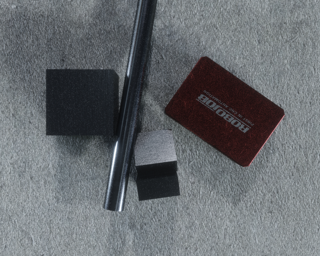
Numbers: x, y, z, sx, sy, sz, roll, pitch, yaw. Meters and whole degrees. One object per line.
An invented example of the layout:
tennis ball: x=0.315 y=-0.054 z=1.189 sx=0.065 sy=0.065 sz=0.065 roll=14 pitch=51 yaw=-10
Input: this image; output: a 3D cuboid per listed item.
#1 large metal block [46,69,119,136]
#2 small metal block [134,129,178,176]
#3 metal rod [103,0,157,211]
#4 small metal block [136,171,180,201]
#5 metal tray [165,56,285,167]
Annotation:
large metal block: x=-0.096 y=-0.031 z=0.396 sx=0.081 sy=0.050 sz=0.079 roll=0 pitch=90 yaw=0
small metal block: x=-0.006 y=0.031 z=0.397 sx=0.050 sy=0.025 sz=0.050 roll=-8 pitch=51 yaw=-1
metal rod: x=-0.034 y=-0.048 z=0.393 sx=0.025 sy=0.025 sz=0.298 roll=9 pitch=84 yaw=-1
small metal block: x=-0.002 y=0.070 z=0.396 sx=0.050 sy=0.050 sz=0.025 roll=-8 pitch=96 yaw=-1
metal tray: x=0.083 y=-0.021 z=0.409 sx=0.130 sy=0.030 sz=0.090 roll=35 pitch=90 yaw=-1
